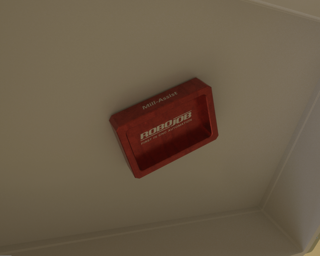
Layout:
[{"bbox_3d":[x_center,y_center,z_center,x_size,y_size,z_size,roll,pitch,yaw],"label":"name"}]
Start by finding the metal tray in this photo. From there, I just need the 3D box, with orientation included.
[{"bbox_3d":[0.010,0.000,0.406,0.131,0.030,0.090,-26,128,-13],"label":"metal tray"}]
